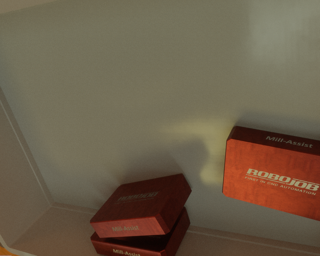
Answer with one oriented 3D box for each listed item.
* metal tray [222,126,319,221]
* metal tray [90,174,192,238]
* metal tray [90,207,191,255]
[{"bbox_3d":[0.143,0.053,0.363,0.130,0.030,0.089,11,123,22],"label":"metal tray"},{"bbox_3d":[-0.028,0.114,0.451,0.130,0.090,0.030,-17,109,34],"label":"metal tray"},{"bbox_3d":[-0.030,0.158,0.480,0.130,0.090,0.030,-3,117,29],"label":"metal tray"}]
